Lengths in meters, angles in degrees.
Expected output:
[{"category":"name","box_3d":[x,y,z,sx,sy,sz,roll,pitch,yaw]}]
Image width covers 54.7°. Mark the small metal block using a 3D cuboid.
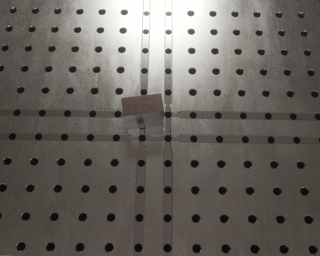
[{"category":"small metal block","box_3d":[-0.022,-0.020,0.406,0.050,0.050,0.025,-7,71,-3]}]
